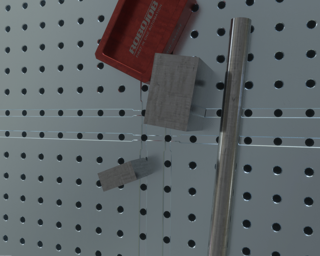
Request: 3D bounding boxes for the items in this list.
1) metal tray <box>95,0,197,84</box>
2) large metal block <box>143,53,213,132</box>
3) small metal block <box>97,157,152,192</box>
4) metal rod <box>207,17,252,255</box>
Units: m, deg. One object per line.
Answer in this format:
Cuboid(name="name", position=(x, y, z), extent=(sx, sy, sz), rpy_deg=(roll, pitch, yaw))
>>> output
Cuboid(name="metal tray", position=(-0.021, -0.134, 0.416), extent=(0.090, 0.030, 0.129), rpy_deg=(29, 99, 17))
Cuboid(name="large metal block", position=(0.025, -0.040, 0.374), extent=(0.050, 0.080, 0.079), rpy_deg=(11, 94, 19))
Cuboid(name="small metal block", position=(-0.046, 0.061, 0.415), extent=(0.050, 0.050, 0.025), rpy_deg=(-22, 83, 18))
Cuboid(name="metal rod", position=(0.085, 0.017, 0.382), extent=(0.025, 0.025, 0.298), rpy_deg=(6, 92, 19))
